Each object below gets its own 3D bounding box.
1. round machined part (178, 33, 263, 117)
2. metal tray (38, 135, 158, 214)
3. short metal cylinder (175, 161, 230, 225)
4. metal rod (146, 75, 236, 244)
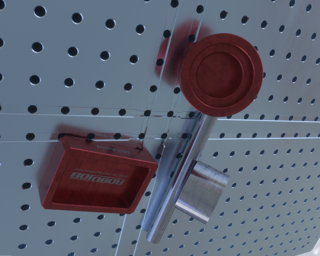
[{"bbox_3d":[0.072,-0.065,0.382,0.099,0.042,0.097,-1,104,-3],"label":"round machined part"},{"bbox_3d":[-0.078,0.066,0.405,0.131,0.030,0.089,15,111,-34],"label":"metal tray"},{"bbox_3d":[0.063,0.095,0.462,0.080,0.050,0.080,-58,167,-22],"label":"short metal cylinder"},{"bbox_3d":[0.041,0.054,0.466,0.025,0.025,0.298,9,114,-32],"label":"metal rod"}]
